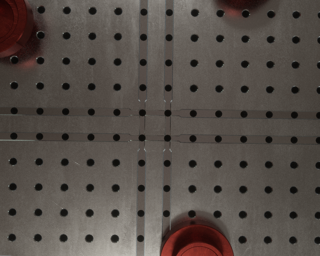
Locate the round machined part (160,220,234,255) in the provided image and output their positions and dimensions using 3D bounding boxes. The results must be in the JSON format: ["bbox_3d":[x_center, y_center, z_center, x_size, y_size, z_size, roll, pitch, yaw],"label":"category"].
[{"bbox_3d":[0.049,0.175,0.406,0.099,0.042,0.097,0,90,-1],"label":"round machined part"}]

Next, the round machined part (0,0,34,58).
[{"bbox_3d":[-0.213,-0.139,0.402,0.099,0.042,0.097,0,90,-1],"label":"round machined part"}]
